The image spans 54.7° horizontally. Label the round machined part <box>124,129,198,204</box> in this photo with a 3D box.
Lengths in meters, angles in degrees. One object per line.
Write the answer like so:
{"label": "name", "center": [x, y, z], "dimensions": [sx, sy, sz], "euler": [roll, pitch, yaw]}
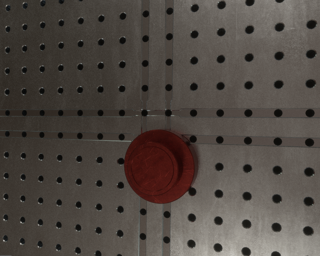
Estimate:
{"label": "round machined part", "center": [-0.003, 0.050, 0.404], "dimensions": [0.098, 0.042, 0.097], "euler": [0, 91, 19]}
